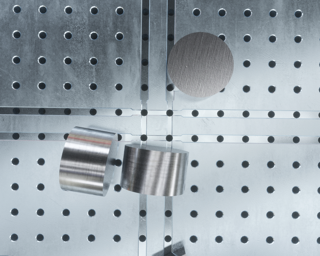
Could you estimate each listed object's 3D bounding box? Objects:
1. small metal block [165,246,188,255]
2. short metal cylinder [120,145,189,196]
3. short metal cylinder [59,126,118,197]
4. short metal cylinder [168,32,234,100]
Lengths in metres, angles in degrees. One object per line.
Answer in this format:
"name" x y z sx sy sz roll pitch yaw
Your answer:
"small metal block" 0.022 0.196 0.414 0.050 0.025 0.050 -26 90 0
"short metal cylinder" -0.007 0.050 0.386 0.080 0.080 0.050 7 90 0
"short metal cylinder" -0.086 0.041 0.385 0.050 0.080 0.080 10 90 0
"short metal cylinder" 0.050 -0.077 0.401 0.081 0.050 0.079 0 90 0
